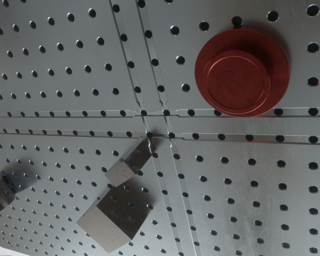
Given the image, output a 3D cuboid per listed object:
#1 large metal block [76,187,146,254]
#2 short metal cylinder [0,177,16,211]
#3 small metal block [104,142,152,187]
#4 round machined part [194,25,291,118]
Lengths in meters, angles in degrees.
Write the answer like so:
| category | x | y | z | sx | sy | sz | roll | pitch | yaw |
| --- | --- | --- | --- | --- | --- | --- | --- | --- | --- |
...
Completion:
| category | x | y | z | sx | sy | sz | roll | pitch | yaw |
| --- | --- | --- | --- | --- | --- | --- | --- | --- | --- |
| large metal block | -0.086 | 0.162 | 0.540 | 0.080 | 0.050 | 0.080 | 45 | 129 | -3 |
| short metal cylinder | -0.357 | 0.146 | 0.654 | 0.080 | 0.080 | 0.050 | -13 | 111 | 33 |
| small metal block | -0.046 | 0.054 | 0.453 | 0.025 | 0.050 | 0.050 | 49 | 129 | -7 |
| round machined part | 0.082 | -0.053 | 0.324 | 0.098 | 0.042 | 0.097 | 13 | 124 | 21 |
